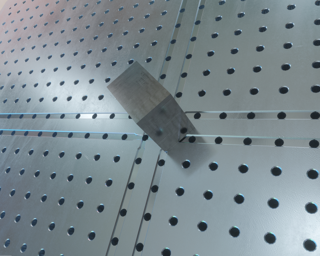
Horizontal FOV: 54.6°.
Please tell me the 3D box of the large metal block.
[{"bbox_3d":[-0.011,-0.026,0.395,0.050,0.080,0.080,-42,51,0],"label":"large metal block"}]
